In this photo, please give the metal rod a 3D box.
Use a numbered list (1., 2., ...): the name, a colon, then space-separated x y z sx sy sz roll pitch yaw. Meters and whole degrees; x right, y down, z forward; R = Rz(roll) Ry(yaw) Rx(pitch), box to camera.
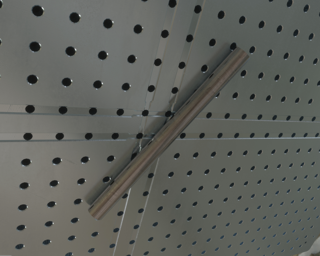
1. metal rod: 0.009 0.010 0.424 0.300 0.025 0.025 -47 130 5
